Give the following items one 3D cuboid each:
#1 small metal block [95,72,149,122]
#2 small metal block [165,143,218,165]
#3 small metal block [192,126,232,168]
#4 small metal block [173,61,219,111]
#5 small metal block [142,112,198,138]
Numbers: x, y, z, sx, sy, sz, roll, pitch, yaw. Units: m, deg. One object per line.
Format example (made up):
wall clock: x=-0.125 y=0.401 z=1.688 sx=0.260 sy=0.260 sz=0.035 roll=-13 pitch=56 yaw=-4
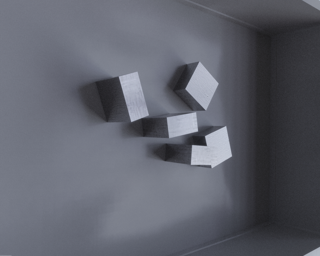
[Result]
small metal block: x=-0.044 y=-0.034 z=0.353 sx=0.025 sy=0.050 sz=0.050 roll=-24 pitch=105 yaw=-38
small metal block: x=0.043 y=0.036 z=0.426 sx=0.050 sy=0.050 sz=0.025 roll=7 pitch=86 yaw=-40
small metal block: x=0.081 y=0.028 z=0.474 sx=0.050 sy=0.025 sz=0.050 roll=-22 pitch=104 yaw=-38
small metal block: x=0.053 y=-0.060 z=0.451 sx=0.050 sy=0.025 sz=0.050 roll=41 pitch=65 yaw=-32
small metal block: x=0.012 y=-0.004 z=0.401 sx=0.050 sy=0.050 sz=0.025 roll=-11 pitch=98 yaw=-39
